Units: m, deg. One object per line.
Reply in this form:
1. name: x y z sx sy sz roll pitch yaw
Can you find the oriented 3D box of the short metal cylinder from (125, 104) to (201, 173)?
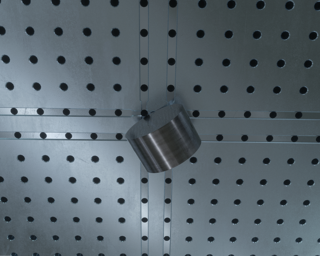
1. short metal cylinder: 0.004 0.012 0.388 0.080 0.080 0.050 -27 107 9
